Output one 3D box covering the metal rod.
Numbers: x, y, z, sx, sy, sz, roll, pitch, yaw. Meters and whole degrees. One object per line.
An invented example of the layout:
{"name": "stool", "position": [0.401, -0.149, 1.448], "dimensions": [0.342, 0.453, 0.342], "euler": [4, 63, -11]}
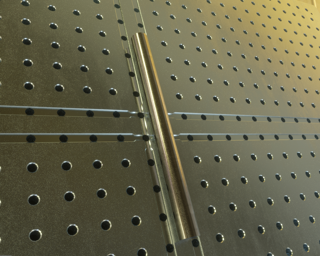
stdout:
{"name": "metal rod", "position": [0.001, -0.006, 0.414], "dimensions": [0.025, 0.025, 0.299], "euler": [0, 62, -28]}
